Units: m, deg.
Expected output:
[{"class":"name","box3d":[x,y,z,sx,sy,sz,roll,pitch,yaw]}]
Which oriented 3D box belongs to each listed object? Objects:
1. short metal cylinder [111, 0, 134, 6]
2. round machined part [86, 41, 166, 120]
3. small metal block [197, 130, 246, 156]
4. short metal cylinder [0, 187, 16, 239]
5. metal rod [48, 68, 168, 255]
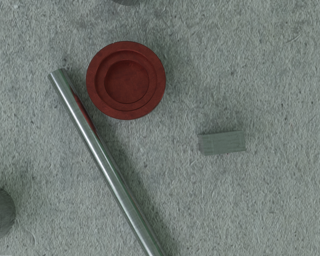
[{"class":"short metal cylinder","box3d":[-0.057,-0.197,0.382,0.080,0.080,0.050,28,90,0]},{"class":"round machined part","box3d":[-0.042,-0.059,0.401,0.099,0.042,0.097,0,90,0]},{"class":"small metal block","box3d":[0.077,0.018,0.398,0.050,0.050,0.025,-7,90,0]},{"class":"short metal cylinder","box3d":[-0.236,0.115,0.396,0.081,0.050,0.079,0,90,0]},{"class":"metal rod","box3d":[-0.065,0.059,0.409,0.025,0.025,0.299,-29,90,0]}]
